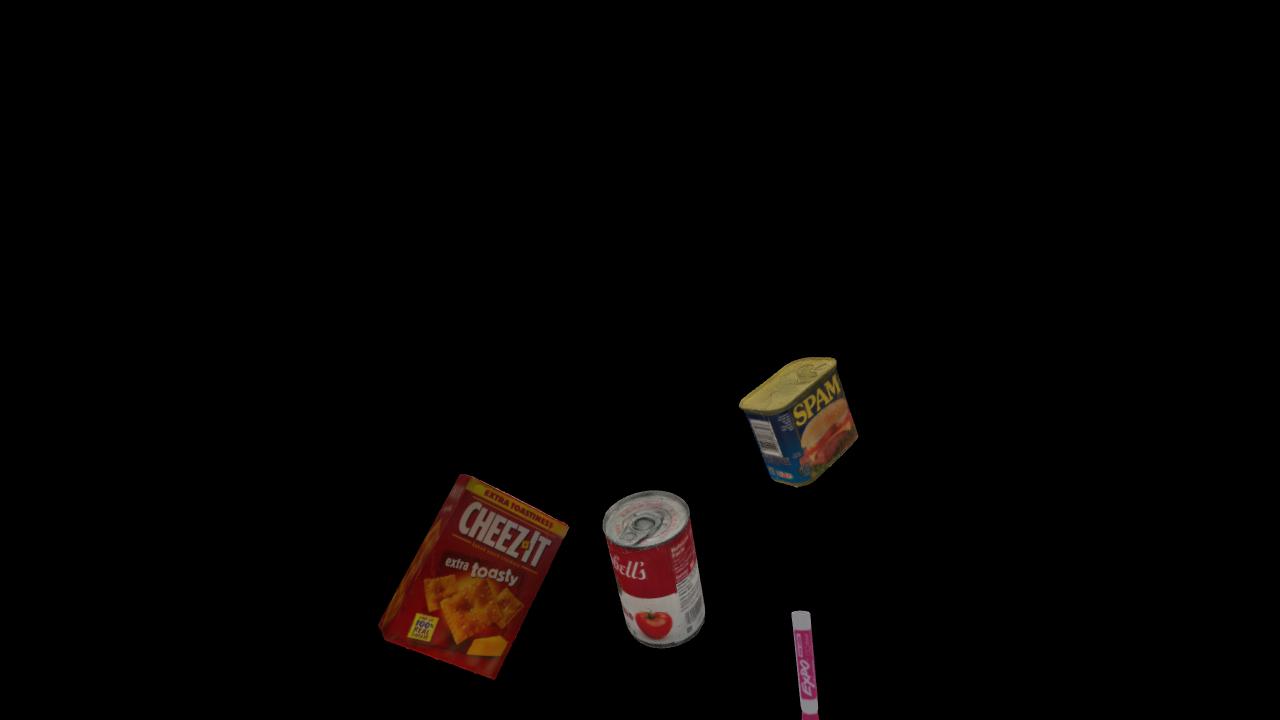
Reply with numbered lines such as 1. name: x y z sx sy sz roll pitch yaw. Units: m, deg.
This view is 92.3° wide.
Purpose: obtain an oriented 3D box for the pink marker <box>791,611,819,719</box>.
1. pink marker: 0.166 0.315 0.613 0.020 0.121 0.020 -3 -10 -1

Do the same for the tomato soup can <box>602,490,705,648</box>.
1. tomato soup can: 0.013 0.163 0.482 0.068 0.101 0.068 -9 23 4

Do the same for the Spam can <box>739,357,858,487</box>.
1. Spam can: 0.153 0.057 0.584 0.101 0.085 0.058 -32 19 -29

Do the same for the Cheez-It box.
1. Cheez-It box: -0.221 0.292 0.841 0.166 0.223 0.071 35 -21 -23
